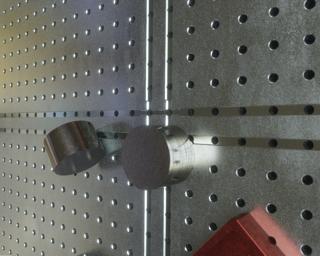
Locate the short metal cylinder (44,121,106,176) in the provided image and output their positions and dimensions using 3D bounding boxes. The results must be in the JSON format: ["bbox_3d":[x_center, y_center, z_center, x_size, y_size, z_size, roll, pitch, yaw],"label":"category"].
[{"bbox_3d":[-0.133,0.032,0.483,0.080,0.081,0.050,-43,64,31],"label":"short metal cylinder"}]

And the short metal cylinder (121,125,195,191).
[{"bbox_3d":[-0.003,0.036,0.396,0.080,0.050,0.079,0,90,40],"label":"short metal cylinder"}]

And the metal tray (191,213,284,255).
[{"bbox_3d":[0.077,0.169,0.342,0.090,0.030,0.129,51,120,27],"label":"metal tray"}]
